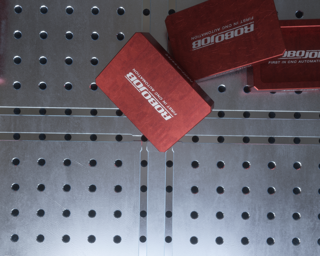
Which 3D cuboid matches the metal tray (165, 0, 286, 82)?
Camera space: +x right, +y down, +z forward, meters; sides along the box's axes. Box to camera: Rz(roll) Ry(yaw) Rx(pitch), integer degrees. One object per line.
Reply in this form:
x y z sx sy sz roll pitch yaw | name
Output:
0.080 -0.115 0.390 0.130 0.030 0.090 -14 90 19 | metal tray

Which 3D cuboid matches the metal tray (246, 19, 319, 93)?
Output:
0.184 -0.095 0.411 0.131 0.030 0.090 -2 90 0 | metal tray

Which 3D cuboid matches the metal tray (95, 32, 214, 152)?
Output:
-0.007 -0.045 0.394 0.130 0.030 0.090 47 113 0 | metal tray
